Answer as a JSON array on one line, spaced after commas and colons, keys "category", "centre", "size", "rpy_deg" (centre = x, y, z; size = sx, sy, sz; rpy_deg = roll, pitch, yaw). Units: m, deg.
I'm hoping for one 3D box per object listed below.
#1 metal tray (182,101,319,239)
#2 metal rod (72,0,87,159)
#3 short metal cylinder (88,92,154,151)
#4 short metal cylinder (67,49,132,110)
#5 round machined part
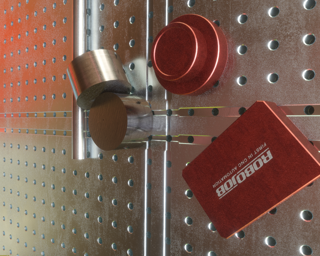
[{"category": "metal tray", "centre": [0.093, 0.045, 0.329], "size": [0.129, 0.030, 0.090], "rpy_deg": [-48, 62, 29]}, {"category": "metal rod", "centre": [-0.135, -0.098, 0.521], "size": [0.025, 0.025, 0.298], "rpy_deg": [0, 90, 40]}, {"category": "short metal cylinder", "centre": [-0.056, -0.009, 0.440], "size": [0.080, 0.050, 0.080], "rpy_deg": [0, 90, 40]}, {"category": "short metal cylinder", "centre": [-0.087, -0.068, 0.446], "size": [0.080, 0.081, 0.050], "rpy_deg": [-35, 68, 34]}, {"category": "round machined part", "centre": [0.028, -0.089, 0.376], "size": [0.098, 0.042, 0.097], "rpy_deg": [0, 90, 40]}]
